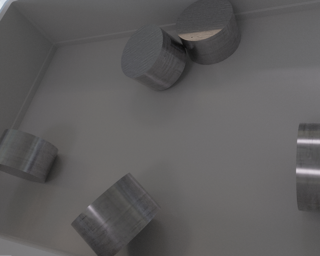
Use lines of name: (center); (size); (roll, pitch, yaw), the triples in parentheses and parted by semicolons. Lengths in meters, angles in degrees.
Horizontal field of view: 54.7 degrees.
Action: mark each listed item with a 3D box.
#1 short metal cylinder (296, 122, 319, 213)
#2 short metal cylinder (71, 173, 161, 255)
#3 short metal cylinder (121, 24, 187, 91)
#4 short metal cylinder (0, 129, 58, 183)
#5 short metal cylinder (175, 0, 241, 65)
short metal cylinder: (0.150, 0.035, 0.270); (0.050, 0.080, 0.080); (0, 62, 28)
short metal cylinder: (-0.045, 0.093, 0.328); (0.080, 0.080, 0.050); (-43, 84, -1)
short metal cylinder: (-0.010, -0.099, 0.441); (0.080, 0.050, 0.080); (-17, 63, 38)
short metal cylinder: (-0.196, 0.042, 0.448); (0.080, 0.080, 0.050); (3, 63, 29)
short metal cylinder: (0.069, -0.137, 0.438); (0.080, 0.050, 0.080); (-13, 56, 20)
